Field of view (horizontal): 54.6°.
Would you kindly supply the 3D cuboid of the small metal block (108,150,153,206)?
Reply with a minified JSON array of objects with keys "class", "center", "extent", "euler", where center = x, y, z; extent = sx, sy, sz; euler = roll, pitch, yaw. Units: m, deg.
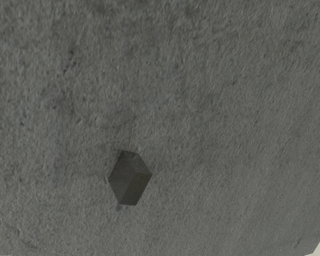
[{"class":"small metal block","center":[-0.041,0.065,0.408],"extent":[0.025,0.050,0.050],"euler":[16,110,-35]}]
